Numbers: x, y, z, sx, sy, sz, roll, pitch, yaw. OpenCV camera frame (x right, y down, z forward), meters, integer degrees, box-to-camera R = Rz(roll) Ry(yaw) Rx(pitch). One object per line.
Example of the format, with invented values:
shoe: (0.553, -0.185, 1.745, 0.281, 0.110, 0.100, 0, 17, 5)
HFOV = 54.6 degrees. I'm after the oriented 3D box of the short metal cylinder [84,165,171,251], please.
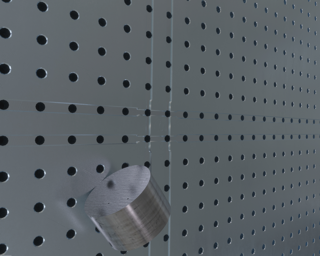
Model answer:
short metal cylinder: (-0.035, 0.086, 0.343, 0.080, 0.080, 0.050, -43, 116, -32)
